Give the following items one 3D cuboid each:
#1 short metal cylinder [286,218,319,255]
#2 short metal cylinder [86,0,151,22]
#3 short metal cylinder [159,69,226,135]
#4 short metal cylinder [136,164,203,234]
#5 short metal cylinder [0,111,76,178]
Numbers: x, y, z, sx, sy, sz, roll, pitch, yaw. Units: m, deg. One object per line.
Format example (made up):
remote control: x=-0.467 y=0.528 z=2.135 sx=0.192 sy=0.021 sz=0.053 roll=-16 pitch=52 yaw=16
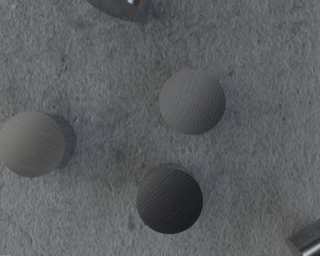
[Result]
short metal cylinder: x=0.204 y=0.161 z=0.385 sx=0.050 sy=0.080 sz=0.080 roll=-31 pitch=90 yaw=0
short metal cylinder: x=-0.048 y=-0.172 z=0.382 sx=0.080 sy=0.080 sz=0.050 roll=18 pitch=90 yaw=-1
short metal cylinder: x=0.039 y=-0.031 z=0.398 sx=0.081 sy=0.050 sz=0.079 roll=0 pitch=90 yaw=-1
short metal cylinder: x=0.012 y=0.088 z=0.398 sx=0.081 sy=0.050 sz=0.079 roll=0 pitch=90 yaw=-1
short metal cylinder: x=-0.154 y=0.019 z=0.395 sx=0.081 sy=0.050 sz=0.079 roll=0 pitch=90 yaw=-1
